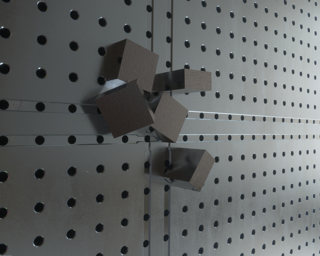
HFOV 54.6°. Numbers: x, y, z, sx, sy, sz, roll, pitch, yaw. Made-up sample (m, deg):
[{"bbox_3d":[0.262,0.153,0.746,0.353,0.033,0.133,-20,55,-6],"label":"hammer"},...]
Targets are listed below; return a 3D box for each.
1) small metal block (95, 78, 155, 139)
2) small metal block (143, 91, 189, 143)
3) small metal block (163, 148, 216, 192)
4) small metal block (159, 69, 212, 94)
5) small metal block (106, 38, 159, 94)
[{"bbox_3d":[-0.039,-0.023,0.357,0.050,0.025,0.050,-21,109,7],"label":"small metal block"},{"bbox_3d":[0.005,-0.014,0.412,0.050,0.025,0.050,35,68,-34],"label":"small metal block"},{"bbox_3d":[0.040,0.056,0.426,0.025,0.050,0.050,46,63,-31],"label":"small metal block"},{"bbox_3d":[0.034,-0.062,0.420,0.050,0.050,0.025,-2,92,-40],"label":"small metal block"},{"bbox_3d":[-0.033,-0.074,0.381,0.050,0.025,0.050,19,78,-38],"label":"small metal block"}]
